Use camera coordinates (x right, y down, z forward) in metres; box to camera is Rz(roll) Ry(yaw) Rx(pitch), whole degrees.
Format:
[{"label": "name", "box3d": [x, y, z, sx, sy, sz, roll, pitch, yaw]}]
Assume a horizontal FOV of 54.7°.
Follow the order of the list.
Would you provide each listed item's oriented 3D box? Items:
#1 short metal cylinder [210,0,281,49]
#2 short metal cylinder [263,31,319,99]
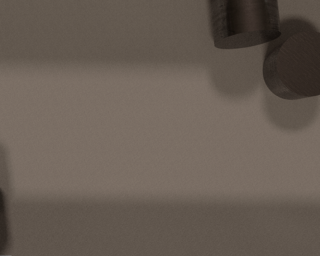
[{"label": "short metal cylinder", "box3d": [0.105, -0.134, 0.385, 0.081, 0.080, 0.050, -6, 90, 0]}, {"label": "short metal cylinder", "box3d": [0.182, -0.078, 0.401, 0.081, 0.050, 0.079, 0, 90, -1]}]
